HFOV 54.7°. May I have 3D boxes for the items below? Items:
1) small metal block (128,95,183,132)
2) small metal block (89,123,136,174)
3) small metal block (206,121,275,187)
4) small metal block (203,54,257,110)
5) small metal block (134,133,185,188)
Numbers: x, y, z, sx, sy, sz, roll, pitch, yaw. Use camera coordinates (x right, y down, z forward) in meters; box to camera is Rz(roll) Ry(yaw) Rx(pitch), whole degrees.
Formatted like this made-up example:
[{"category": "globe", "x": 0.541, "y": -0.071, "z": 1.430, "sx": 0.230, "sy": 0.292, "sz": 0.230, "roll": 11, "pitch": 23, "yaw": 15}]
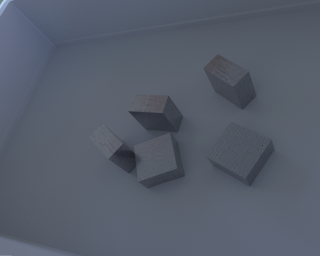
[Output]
[{"category": "small metal block", "x": -0.005, "y": -0.019, "z": 0.402, "sx": 0.050, "sy": 0.050, "sz": 0.025, "roll": 5, "pitch": 64, "yaw": 30}, {"category": "small metal block", "x": -0.057, "y": 0.027, "z": 0.402, "sx": 0.025, "sy": 0.050, "sz": 0.050, "roll": -47, "pitch": 52, "yaw": -5}, {"category": "small metal block", "x": 0.089, "y": 0.028, "z": 0.342, "sx": 0.050, "sy": 0.025, "sz": 0.050, "roll": 29, "pitch": 78, "yaw": 37}, {"category": "small metal block", "x": 0.086, "y": -0.056, "z": 0.378, "sx": 0.025, "sy": 0.050, "sz": 0.050, "roll": -45, "pitch": 51, "yaw": -3}, {"category": "small metal block", "x": -0.001, "y": 0.040, "z": 0.381, "sx": 0.050, "sy": 0.025, "sz": 0.050, "roll": -21, "pitch": 54, "yaw": 15}]
